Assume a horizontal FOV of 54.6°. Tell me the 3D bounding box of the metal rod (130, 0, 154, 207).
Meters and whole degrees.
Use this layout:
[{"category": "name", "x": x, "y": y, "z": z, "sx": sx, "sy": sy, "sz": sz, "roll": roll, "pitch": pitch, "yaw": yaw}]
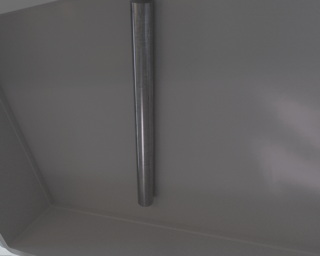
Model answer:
[{"category": "metal rod", "x": -0.021, "y": -0.010, "z": 0.413, "sx": 0.025, "sy": 0.025, "sz": 0.298, "roll": 14, "pitch": 124, "yaw": 20}]
